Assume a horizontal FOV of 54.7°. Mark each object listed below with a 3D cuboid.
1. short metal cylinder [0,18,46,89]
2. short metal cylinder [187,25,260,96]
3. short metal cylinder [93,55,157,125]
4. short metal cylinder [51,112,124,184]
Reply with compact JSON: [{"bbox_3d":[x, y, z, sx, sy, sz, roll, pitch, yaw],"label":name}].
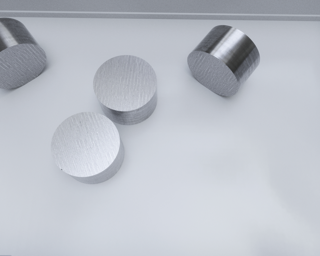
[{"bbox_3d":[-0.203,-0.099,0.415,0.080,0.080,0.050,-36,74,-12],"label":"short metal cylinder"},{"bbox_3d":[0.084,-0.088,0.413,0.080,0.080,0.050,37,74,12],"label":"short metal cylinder"},{"bbox_3d":[-0.044,-0.049,0.414,0.081,0.050,0.080,0,70,0],"label":"short metal cylinder"},{"bbox_3d":[-0.087,0.026,0.386,0.081,0.050,0.080,0,70,0],"label":"short metal cylinder"}]
